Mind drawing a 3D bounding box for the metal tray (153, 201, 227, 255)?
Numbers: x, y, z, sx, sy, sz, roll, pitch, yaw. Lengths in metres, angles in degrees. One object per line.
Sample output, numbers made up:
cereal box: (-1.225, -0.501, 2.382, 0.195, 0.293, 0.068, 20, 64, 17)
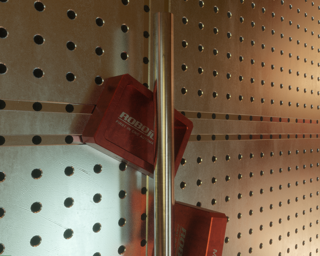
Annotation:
metal tray: (0.032, 0.165, 0.396, 0.030, 0.090, 0.129, 18, 78, -39)

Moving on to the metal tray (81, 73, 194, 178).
metal tray: (-0.021, 0.004, 0.389, 0.130, 0.030, 0.090, 34, 69, -35)

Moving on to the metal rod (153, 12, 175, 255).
metal rod: (0.005, 0.013, 0.375, 0.025, 0.025, 0.298, -1, 91, -40)
